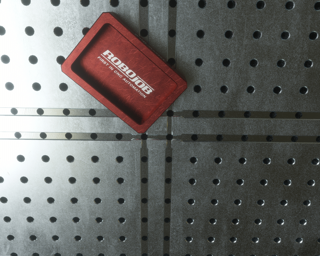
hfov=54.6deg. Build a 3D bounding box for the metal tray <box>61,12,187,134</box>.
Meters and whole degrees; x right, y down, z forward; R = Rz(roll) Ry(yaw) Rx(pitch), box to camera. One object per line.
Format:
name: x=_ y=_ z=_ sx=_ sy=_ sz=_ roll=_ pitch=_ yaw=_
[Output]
metal tray: x=-0.042 y=-0.066 z=0.385 sx=0.130 sy=0.030 sz=0.090 roll=40 pitch=105 yaw=-14
